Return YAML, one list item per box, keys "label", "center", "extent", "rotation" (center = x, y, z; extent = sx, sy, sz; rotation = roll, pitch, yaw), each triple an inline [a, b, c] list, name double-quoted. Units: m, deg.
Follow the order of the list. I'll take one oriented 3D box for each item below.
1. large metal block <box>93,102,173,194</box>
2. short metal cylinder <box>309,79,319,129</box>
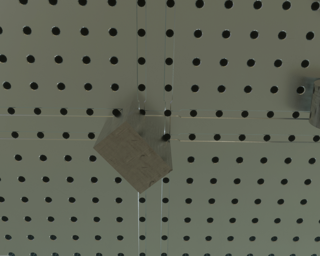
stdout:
- label: "large metal block"
  center: [-0.031, 0.022, 0.392]
  extent: [0.050, 0.080, 0.080]
  rotation: [-39, 106, 13]
- label: "short metal cylinder"
  center: [0.229, -0.028, 0.377]
  extent: [0.081, 0.080, 0.050]
  rotation: [-2, 110, 0]
